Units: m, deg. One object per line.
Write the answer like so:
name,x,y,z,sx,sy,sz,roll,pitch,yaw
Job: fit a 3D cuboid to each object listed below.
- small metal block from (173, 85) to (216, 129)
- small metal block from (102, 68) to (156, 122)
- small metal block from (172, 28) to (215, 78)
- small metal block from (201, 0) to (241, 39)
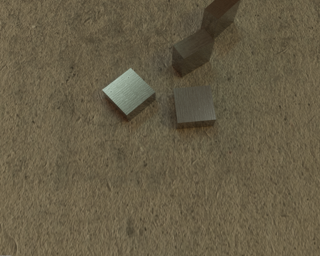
small metal block,0.045,-0.028,0.418,0.050,0.025,0.050,-5,70,-2
small metal block,-0.042,-0.045,0.424,0.050,0.025,0.050,-41,75,-14
small metal block,0.045,-0.104,0.433,0.050,0.050,0.025,-32,73,-11
small metal block,0.088,-0.165,0.456,0.025,0.050,0.050,42,75,14
